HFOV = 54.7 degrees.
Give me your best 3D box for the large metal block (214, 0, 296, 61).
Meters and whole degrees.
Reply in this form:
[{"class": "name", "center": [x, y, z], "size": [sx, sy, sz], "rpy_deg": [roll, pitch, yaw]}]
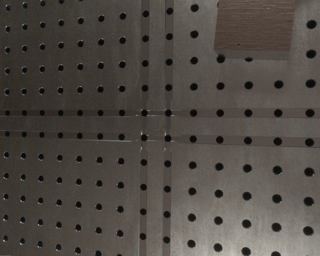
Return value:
[{"class": "large metal block", "center": [0.111, -0.125, 0.360], "size": [0.080, 0.050, 0.079], "rpy_deg": [7, 92, 19]}]
